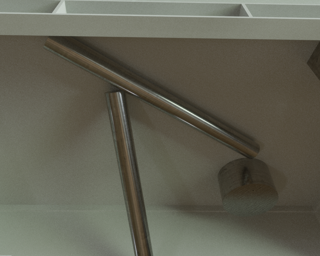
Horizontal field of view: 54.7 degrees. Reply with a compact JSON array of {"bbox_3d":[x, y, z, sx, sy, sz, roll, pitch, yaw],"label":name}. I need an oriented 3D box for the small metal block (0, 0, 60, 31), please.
[{"bbox_3d":[-0.128,-0.114,0.293,0.050,0.050,0.025,1,130,-1],"label":"small metal block"}]

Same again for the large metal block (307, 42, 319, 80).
[{"bbox_3d":[0.217,-0.062,0.324,0.081,0.080,0.050,10,129,-9],"label":"large metal block"}]

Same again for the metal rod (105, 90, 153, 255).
[{"bbox_3d":[-0.033,0.099,0.409,0.025,0.025,0.298,-7,104,5],"label":"metal rod"}]

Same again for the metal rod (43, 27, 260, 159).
[{"bbox_3d":[0.007,-0.031,0.382,0.301,0.025,0.025,27,125,-22],"label":"metal rod"}]

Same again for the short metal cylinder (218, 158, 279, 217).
[{"bbox_3d":[0.132,0.091,0.472,0.081,0.050,0.079,0,130,0],"label":"short metal cylinder"}]
